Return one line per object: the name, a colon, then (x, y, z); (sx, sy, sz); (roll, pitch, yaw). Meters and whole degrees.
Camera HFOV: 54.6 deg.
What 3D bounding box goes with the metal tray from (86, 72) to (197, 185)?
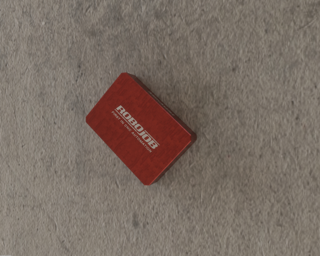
metal tray: (-0.027, 0.000, 0.416); (0.130, 0.030, 0.090); (45, 104, 14)
